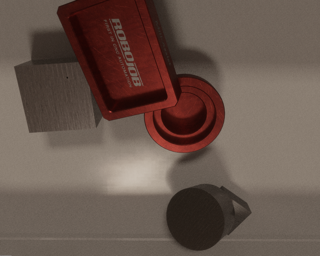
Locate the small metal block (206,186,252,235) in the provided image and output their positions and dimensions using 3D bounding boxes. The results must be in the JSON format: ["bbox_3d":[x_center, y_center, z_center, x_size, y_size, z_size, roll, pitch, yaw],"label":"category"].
[{"bbox_3d":[0.097,0.122,0.458,0.050,0.025,0.050,36,106,-13],"label":"small metal block"}]

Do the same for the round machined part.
[{"bbox_3d":[0.030,-0.021,0.395,0.099,0.042,0.097,0,110,-1],"label":"round machined part"}]

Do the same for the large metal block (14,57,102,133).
[{"bbox_3d":[-0.120,-0.043,0.381,0.081,0.050,0.079,-4,110,1],"label":"large metal block"}]

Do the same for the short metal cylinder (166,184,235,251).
[{"bbox_3d":[0.056,0.119,0.423,0.080,0.050,0.080,-2,86,27],"label":"short metal cylinder"}]

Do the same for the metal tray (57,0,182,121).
[{"bbox_3d":[-0.039,-0.078,0.329,0.090,0.030,0.129,-12,115,18],"label":"metal tray"}]
